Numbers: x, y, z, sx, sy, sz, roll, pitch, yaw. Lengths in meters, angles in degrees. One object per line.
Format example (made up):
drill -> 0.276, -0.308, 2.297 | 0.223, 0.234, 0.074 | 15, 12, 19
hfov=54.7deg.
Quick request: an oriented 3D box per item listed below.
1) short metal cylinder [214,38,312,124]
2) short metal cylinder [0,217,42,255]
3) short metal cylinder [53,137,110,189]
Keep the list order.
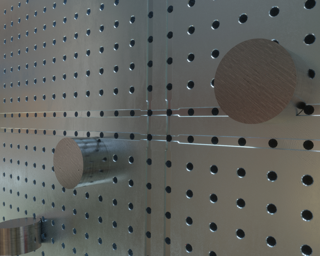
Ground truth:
short metal cylinder -> 0.102, -0.044, 0.309 | 0.080, 0.050, 0.079 | 0, 90, 40
short metal cylinder -> -0.273, 0.208, 0.599 | 0.080, 0.081, 0.050 | -6, 87, 40
short metal cylinder -> -0.127, 0.054, 0.498 | 0.080, 0.050, 0.079 | 0, 90, 40
